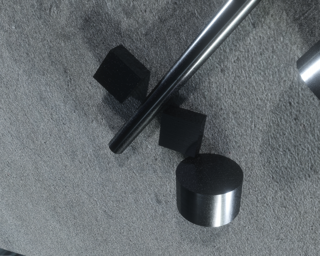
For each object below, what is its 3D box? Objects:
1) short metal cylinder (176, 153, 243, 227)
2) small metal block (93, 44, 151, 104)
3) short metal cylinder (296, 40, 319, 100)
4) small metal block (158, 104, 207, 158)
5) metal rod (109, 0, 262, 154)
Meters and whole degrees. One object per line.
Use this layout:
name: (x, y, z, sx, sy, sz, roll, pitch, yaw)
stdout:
short metal cylinder: (0.060, 0.075, 0.386, 0.080, 0.080, 0.050, 11, 123, 22)
small metal block: (-0.049, -0.068, 0.391, 0.050, 0.025, 0.050, 43, 129, -2)
short metal cylinder: (0.163, -0.046, 0.257, 0.080, 0.080, 0.050, 41, 129, 0)
small metal block: (0.028, 0.003, 0.394, 0.050, 0.025, 0.050, 18, 126, 17)
metal rod: (0.016, -0.055, 0.363, 0.025, 0.025, 0.298, 43, 129, -2)
